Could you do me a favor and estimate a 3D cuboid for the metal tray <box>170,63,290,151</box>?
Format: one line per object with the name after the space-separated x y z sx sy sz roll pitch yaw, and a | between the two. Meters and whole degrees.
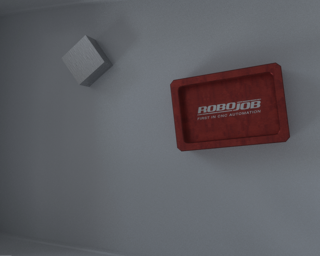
0.083 -0.022 0.378 0.130 0.030 0.089 -7 88 19 | metal tray

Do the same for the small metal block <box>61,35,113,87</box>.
-0.105 -0.096 0.446 0.050 0.025 0.050 -38 78 15 | small metal block
